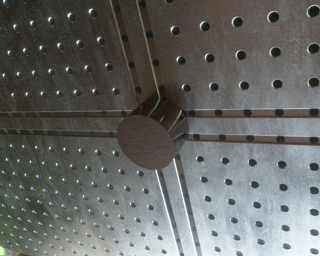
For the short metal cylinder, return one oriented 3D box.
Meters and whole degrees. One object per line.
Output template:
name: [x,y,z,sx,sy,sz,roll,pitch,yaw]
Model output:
short metal cylinder: [-0.008,0.008,0.405,0.080,0.050,0.080,13,124,21]
